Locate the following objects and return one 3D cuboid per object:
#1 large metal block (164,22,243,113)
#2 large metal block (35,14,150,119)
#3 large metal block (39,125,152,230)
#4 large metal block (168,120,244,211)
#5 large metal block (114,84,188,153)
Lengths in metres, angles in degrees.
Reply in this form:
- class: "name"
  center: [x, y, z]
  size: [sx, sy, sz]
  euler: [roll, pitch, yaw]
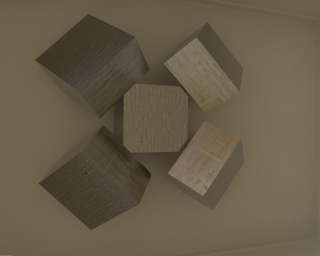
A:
- class: "large metal block"
  center: [0.059, -0.079, 0.395]
  size: [0.080, 0.050, 0.080]
  euler: [48, 32, -13]
- class: "large metal block"
  center: [-0.073, -0.070, 0.344]
  size: [0.080, 0.080, 0.050]
  euler: [-48, 148, -14]
- class: "large metal block"
  center: [-0.071, 0.057, 0.348]
  size: [0.080, 0.050, 0.080]
  euler: [-34, 106, 29]
- class: "large metal block"
  center: [0.063, 0.050, 0.395]
  size: [0.080, 0.050, 0.080]
  euler: [-54, 151, -13]
- class: "large metal block"
  center: [-0.012, -0.011, 0.390]
  size: [0.081, 0.050, 0.080]
  euler: [1, 90, -20]
